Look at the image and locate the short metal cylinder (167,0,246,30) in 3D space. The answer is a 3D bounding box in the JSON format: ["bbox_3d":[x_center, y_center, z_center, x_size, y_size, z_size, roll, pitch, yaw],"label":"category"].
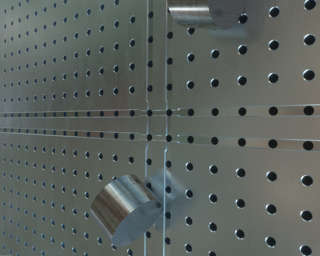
[{"bbox_3d":[0.052,-0.148,0.331,0.050,0.081,0.079,18,101,38],"label":"short metal cylinder"}]

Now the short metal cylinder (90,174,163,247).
[{"bbox_3d":[-0.044,0.109,0.410,0.050,0.081,0.079,41,115,32],"label":"short metal cylinder"}]
